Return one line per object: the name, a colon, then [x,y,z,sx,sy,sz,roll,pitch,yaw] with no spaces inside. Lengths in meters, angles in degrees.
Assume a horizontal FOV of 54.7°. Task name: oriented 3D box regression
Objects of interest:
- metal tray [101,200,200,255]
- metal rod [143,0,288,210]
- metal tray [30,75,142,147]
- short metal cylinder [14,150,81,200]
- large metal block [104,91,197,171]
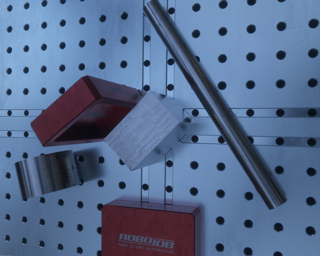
metal tray: [-0.014,0.149,0.415,0.130,0.030,0.089,0,90,19]
metal rod: [0.063,-0.037,0.390,0.025,0.025,0.299,-34,79,17]
metal tray: [-0.080,-0.017,0.385,0.090,0.130,0.030,-37,78,16]
short metal cylinder: [-0.158,0.065,0.439,0.080,0.080,0.050,-16,85,19]
large metal block: [-0.009,0.004,0.386,0.080,0.080,0.050,-46,76,14]
